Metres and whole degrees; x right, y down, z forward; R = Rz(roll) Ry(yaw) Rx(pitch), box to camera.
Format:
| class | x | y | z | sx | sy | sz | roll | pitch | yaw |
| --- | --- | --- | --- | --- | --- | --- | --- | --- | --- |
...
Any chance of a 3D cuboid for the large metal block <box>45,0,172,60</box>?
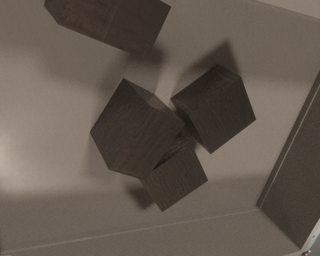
| class | x | y | z | sx | sy | sz | roll | pitch | yaw |
| --- | --- | --- | --- | --- | --- | --- | --- | --- | --- |
| large metal block | -0.050 | -0.110 | 0.279 | 0.081 | 0.080 | 0.050 | 15 | 111 | -35 |

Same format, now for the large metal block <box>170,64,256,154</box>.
| class | x | y | z | sx | sy | sz | roll | pitch | yaw |
| --- | --- | --- | --- | --- | --- | --- | --- | --- | --- |
| large metal block | 0.073 | -0.025 | 0.419 | 0.080 | 0.050 | 0.080 | -37 | 130 | -4 |

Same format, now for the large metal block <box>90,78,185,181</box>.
| class | x | y | z | sx | sy | sz | roll | pitch | yaw |
| --- | --- | --- | --- | --- | --- | --- | --- | --- | --- |
| large metal block | -0.030 | 0.000 | 0.358 | 0.050 | 0.080 | 0.080 | 25 | 105 | -37 |

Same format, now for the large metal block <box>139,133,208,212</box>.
| class | x | y | z | sx | sy | sz | roll | pitch | yaw |
| --- | --- | --- | --- | --- | --- | --- | --- | --- | --- |
| large metal block | 0.011 | 0.058 | 0.437 | 0.080 | 0.050 | 0.080 | -33 | 129 | -7 |
